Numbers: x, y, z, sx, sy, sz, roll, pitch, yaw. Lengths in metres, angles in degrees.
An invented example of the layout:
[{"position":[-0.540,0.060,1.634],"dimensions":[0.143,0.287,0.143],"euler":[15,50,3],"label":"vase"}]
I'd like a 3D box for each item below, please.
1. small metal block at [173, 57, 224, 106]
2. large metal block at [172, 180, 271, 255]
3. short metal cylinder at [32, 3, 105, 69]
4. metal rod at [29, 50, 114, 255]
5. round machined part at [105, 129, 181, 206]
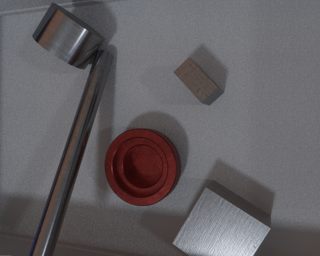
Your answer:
[{"position":[0.049,-0.056,0.380],"dimensions":[0.025,0.050,0.050],"euler":[-43,77,15],"label":"small metal block"},{"position":[0.075,0.121,0.371],"dimensions":[0.080,0.050,0.080],"euler":[31,100,17],"label":"large metal block"},{"position":[-0.124,-0.125,0.423],"dimensions":[0.080,0.080,0.050],"euler":[40,103,15],"label":"short metal cylinder"},{"position":[-0.109,0.034,0.388],"dimensions":[0.025,0.025,0.299],"euler":[5,69,19],"label":"metal rod"},{"position":[-0.019,0.049,0.407],"dimensions":[0.098,0.042,0.097],"euler":[0,90,19],"label":"round machined part"}]
